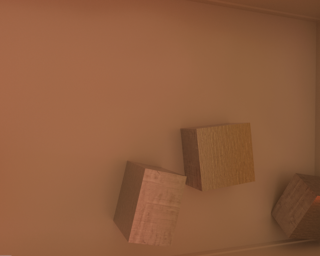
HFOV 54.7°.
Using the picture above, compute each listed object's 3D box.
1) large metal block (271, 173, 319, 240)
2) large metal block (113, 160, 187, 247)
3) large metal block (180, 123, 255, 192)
[{"bbox_3d":[0.230,0.119,0.464,0.081,0.050,0.079,10,116,-20],"label":"large metal block"},{"bbox_3d":[-0.015,0.088,0.376,0.050,0.080,0.080,14,85,-20],"label":"large metal block"},{"bbox_3d":[0.079,0.036,0.426,0.081,0.050,0.079,-6,92,-20],"label":"large metal block"}]
